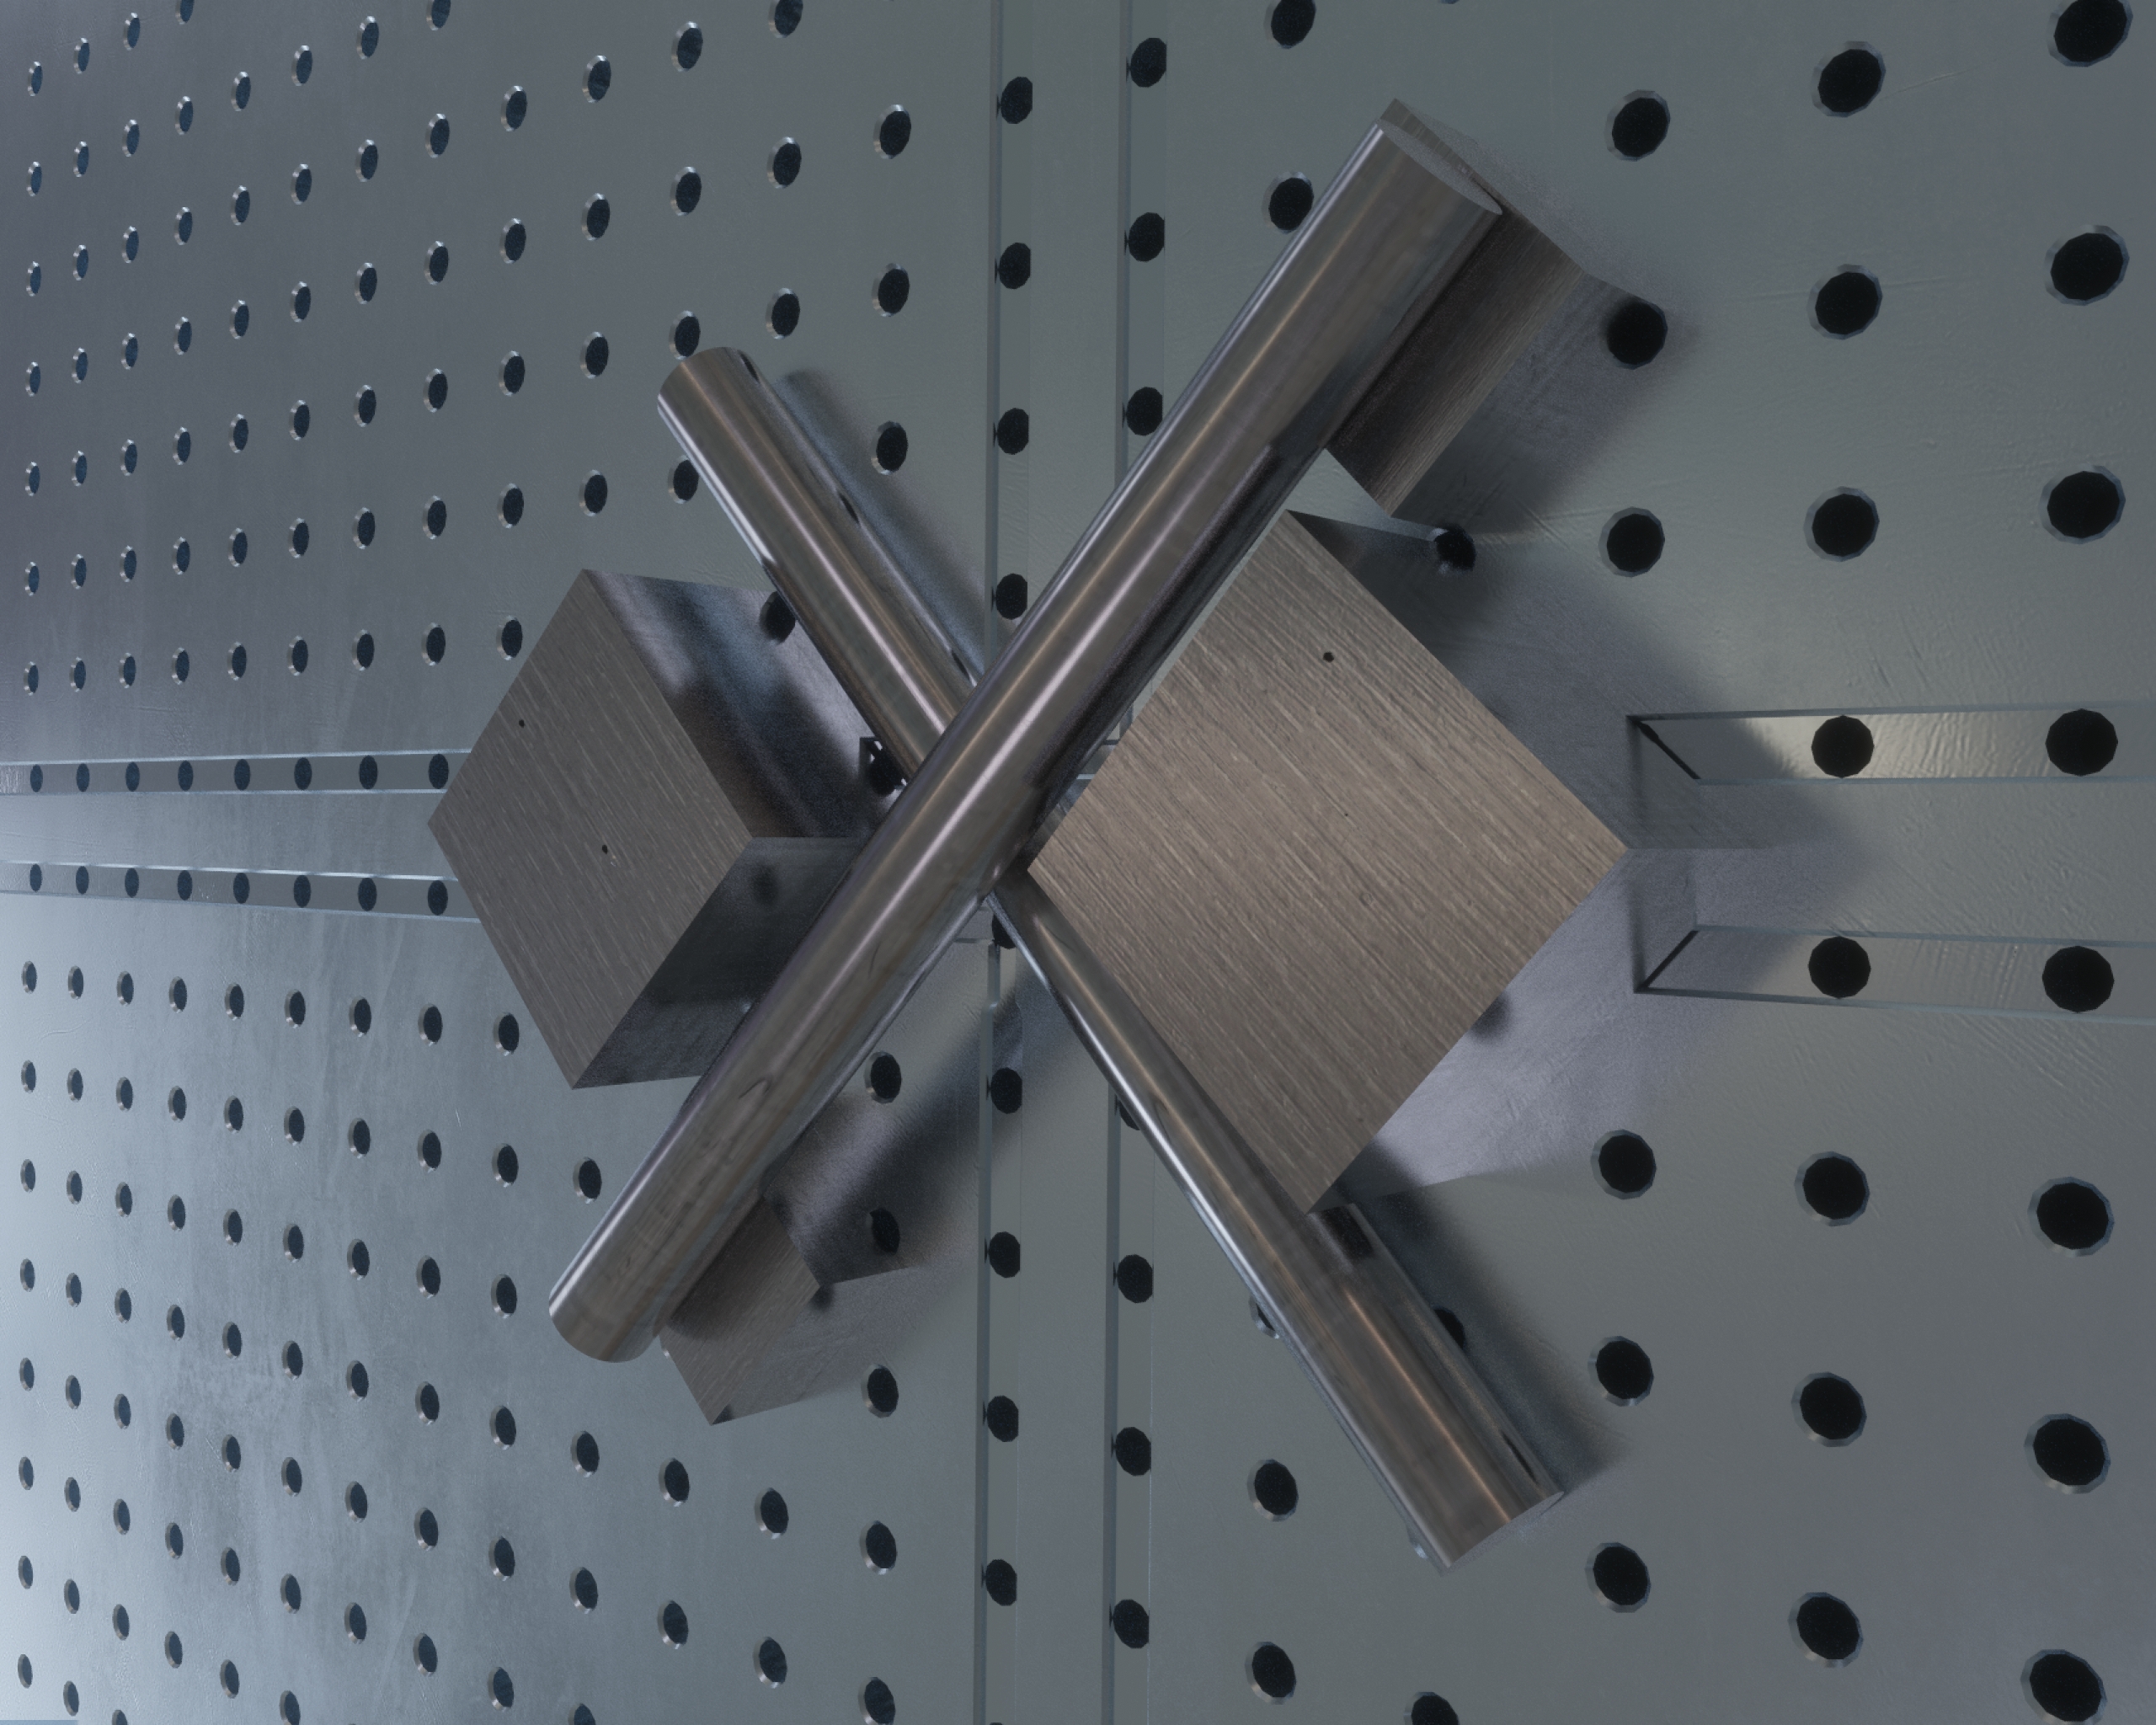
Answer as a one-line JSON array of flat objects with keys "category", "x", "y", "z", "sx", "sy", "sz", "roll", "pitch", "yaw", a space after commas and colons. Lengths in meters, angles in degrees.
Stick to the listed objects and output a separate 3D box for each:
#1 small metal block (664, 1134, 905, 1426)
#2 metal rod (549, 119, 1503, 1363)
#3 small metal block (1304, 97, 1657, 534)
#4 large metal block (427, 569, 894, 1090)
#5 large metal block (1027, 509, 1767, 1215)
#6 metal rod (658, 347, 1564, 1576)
[{"category": "small metal block", "x": -0.073, "y": 0.089, "z": 0.470, "sx": 0.050, "sy": 0.025, "sz": 0.050, "roll": 52, "pitch": 120, "yaw": 27}, {"category": "metal rod", "x": -0.024, "y": -0.005, "z": 0.396, "sx": 0.298, "sy": 0.025, "sz": 0.025, "roll": -52, "pitch": 60, "yaw": 27}, {"category": "small metal block", "x": 0.061, "y": -0.093, "z": 0.360, "sx": 0.050, "sy": 0.025, "sz": 0.050, "roll": -52, "pitch": 60, "yaw": 27}, {"category": "large metal block", "x": -0.092, "y": -0.007, "z": 0.469, "sx": 0.080, "sy": 0.050, "sz": 0.080, "roll": -51, "pitch": 61, "yaw": 28}, {"category": "large metal block", "x": 0.051, "y": 0.000, "z": 0.351, "sx": 0.080, "sy": 0.050, "sz": 0.080, "roll": 51, "pitch": 120, "yaw": 28}, {"category": "metal rod", "x": -0.007, "y": 0.002, "z": 0.414, "sx": 0.025, "sy": 0.025, "sz": 0.299, "roll": -50, "pitch": 61, "yaw": 28}]
